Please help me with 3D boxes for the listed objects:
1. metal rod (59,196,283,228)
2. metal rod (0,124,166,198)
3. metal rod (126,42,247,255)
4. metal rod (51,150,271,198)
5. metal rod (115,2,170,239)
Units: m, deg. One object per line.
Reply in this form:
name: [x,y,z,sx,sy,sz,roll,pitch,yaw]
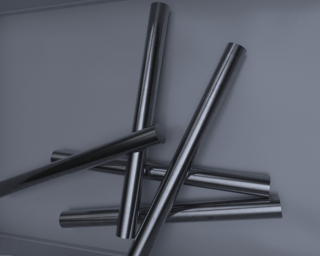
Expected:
metal rod: [0.000,0.113,0.408,0.301,0.025,0.025,-9,87,19]
metal rod: [-0.129,0.053,0.426,0.300,0.025,0.025,-20,84,24]
metal rod: [0.029,0.037,0.377,0.025,0.025,0.299,26,90,18]
metal rod: [-0.013,0.057,0.412,0.301,0.025,0.025,5,92,19]
metal rod: [-0.021,-0.013,0.397,0.025,0.025,0.298,7,86,19]
